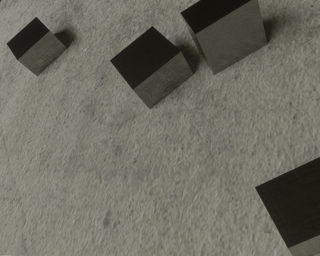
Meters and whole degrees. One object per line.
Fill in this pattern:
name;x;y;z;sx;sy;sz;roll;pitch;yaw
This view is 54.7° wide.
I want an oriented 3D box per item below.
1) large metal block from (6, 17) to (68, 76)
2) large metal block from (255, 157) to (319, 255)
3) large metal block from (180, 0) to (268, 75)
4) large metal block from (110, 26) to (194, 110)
large metal block;-0.244;-0.162;0.612;0.080;0.050;0.080;-44;51;-2
large metal block;0.134;0.066;0.257;0.080;0.080;0.050;-28;52;10
large metal block;0.085;-0.129;0.403;0.080;0.080;0.050;-30;52;9
large metal block;-0.013;-0.088;0.447;0.080;0.050;0.080;-39;51;1
